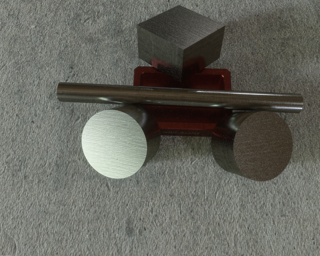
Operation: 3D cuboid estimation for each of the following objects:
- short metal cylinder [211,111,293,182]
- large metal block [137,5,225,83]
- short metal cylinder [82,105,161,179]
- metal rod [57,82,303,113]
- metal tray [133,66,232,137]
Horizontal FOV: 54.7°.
[{"bbox_3d":[0.109,0.020,0.372,0.081,0.050,0.079,-1,93,-19],"label":"short metal cylinder"},{"bbox_3d":[0.027,-0.115,0.415,0.080,0.050,0.080,36,56,28],"label":"large metal block"},{"bbox_3d":[-0.045,0.014,0.371,0.080,0.050,0.079,3,102,17],"label":"short metal cylinder"},{"bbox_3d":[0.024,-0.038,0.392,0.302,0.025,0.025,3,70,1],"label":"metal rod"},{"bbox_3d":[0.029,-0.036,0.420,0.131,0.030,0.090,2,70,0],"label":"metal tray"}]
